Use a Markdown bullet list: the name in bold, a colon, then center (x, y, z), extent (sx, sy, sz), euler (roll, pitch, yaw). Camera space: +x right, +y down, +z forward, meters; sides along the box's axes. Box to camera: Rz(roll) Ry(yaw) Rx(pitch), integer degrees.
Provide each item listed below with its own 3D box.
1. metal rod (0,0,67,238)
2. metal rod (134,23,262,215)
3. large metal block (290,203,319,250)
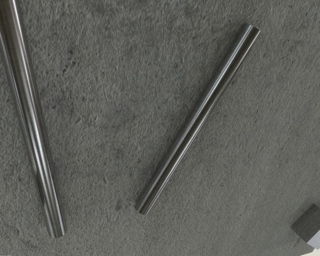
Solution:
- **metal rod**: center (-0.136, 0.011, 0.339), extent (0.025, 0.025, 0.298), euler (-13, 124, -21)
- **metal rod**: center (0.045, -0.002, 0.429), extent (0.025, 0.025, 0.298), euler (20, 108, -36)
- **large metal block**: center (0.374, 0.237, 0.741), extent (0.080, 0.050, 0.080), euler (-50, 129, 7)
